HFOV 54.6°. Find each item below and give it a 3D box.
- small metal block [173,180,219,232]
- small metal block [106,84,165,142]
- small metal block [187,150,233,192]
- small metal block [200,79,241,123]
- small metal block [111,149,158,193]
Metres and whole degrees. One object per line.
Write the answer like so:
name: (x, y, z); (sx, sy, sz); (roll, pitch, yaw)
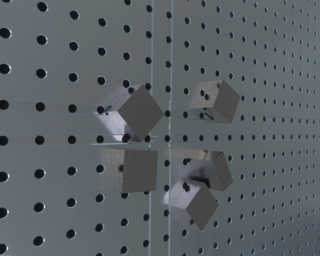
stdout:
small metal block: (0.054, 0.113, 0.453); (0.050, 0.025, 0.050); (-48, 119, -29)
small metal block: (-0.030, -0.018, 0.383); (0.050, 0.025, 0.050); (-51, 120, -28)
small metal block: (0.073, 0.061, 0.453); (0.025, 0.050, 0.050); (-34, 111, -35)
small metal block: (0.096, -0.041, 0.488); (0.050, 0.025, 0.050); (35, 69, -35)
small metal block: (-0.031, 0.052, 0.382); (0.050, 0.025, 0.050); (5, 87, -40)
